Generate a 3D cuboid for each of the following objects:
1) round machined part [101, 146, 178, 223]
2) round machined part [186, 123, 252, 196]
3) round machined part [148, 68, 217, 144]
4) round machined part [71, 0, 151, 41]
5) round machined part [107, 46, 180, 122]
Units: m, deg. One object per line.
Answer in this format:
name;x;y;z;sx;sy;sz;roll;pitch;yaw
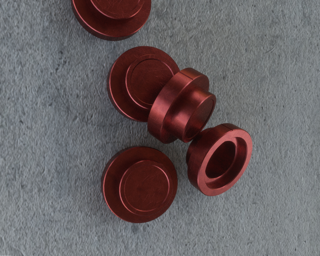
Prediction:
round machined part;-0.022;0.072;0.392;0.099;0.042;0.097;0;90;-20
round machined part;0.074;0.038;0.413;0.099;0.042;0.097;-19;124;-31
round machined part;0.033;-0.021;0.380;0.042;0.098;0.098;34;76;22
round machined part;-0.057;-0.161;0.379;0.099;0.042;0.097;0;90;-20
round machined part;-0.015;-0.056;0.394;0.099;0.042;0.097;0;90;-20
